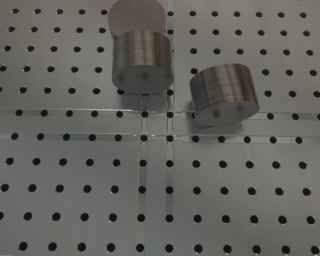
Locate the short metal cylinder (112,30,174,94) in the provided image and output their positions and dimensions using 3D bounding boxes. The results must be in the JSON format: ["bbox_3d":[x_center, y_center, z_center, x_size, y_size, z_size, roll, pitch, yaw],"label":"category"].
[{"bbox_3d":[-0.023,-0.085,0.413,0.081,0.080,0.050,-1,70,-1],"label":"short metal cylinder"}]

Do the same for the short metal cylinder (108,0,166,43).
[{"bbox_3d":[-0.032,-0.144,0.451,0.081,0.050,0.080,0,70,0],"label":"short metal cylinder"}]

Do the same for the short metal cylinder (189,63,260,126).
[{"bbox_3d":[0.081,-0.040,0.398,0.081,0.080,0.050,-7,70,-3],"label":"short metal cylinder"}]
